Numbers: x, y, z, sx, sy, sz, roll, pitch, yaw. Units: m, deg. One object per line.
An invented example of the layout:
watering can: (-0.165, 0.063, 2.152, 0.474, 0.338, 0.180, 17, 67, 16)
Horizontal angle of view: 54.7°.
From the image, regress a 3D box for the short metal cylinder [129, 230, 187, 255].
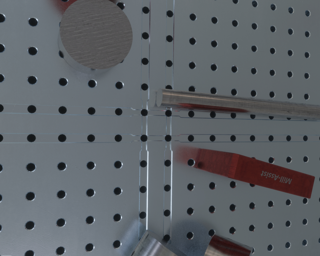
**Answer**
short metal cylinder: (0.002, 0.171, 0.384, 0.080, 0.080, 0.050, 38, 78, -16)

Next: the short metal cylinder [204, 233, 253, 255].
short metal cylinder: (0.086, 0.188, 0.408, 0.050, 0.080, 0.080, 16, 83, 24)

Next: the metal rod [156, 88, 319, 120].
metal rod: (0.141, -0.032, 0.464, 0.302, 0.025, 0.025, 3, 89, -20)

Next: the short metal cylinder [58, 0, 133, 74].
short metal cylinder: (-0.078, -0.107, 0.369, 0.081, 0.050, 0.079, -1, 93, -20)

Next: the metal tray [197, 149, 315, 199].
metal tray: (0.129, 0.061, 0.425, 0.131, 0.090, 0.030, 17, 85, -19)
